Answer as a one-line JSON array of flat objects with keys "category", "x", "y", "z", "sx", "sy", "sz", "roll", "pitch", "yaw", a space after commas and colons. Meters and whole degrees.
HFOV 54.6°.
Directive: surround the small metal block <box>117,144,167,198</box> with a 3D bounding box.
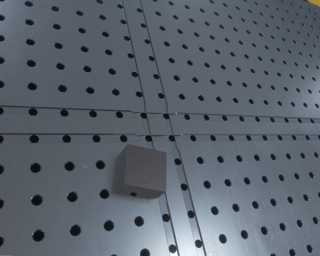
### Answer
[{"category": "small metal block", "x": -0.020, "y": 0.051, "z": 0.366, "sx": 0.050, "sy": 0.025, "sz": 0.050, "roll": 14, "pitch": 56, "yaw": -20}]
